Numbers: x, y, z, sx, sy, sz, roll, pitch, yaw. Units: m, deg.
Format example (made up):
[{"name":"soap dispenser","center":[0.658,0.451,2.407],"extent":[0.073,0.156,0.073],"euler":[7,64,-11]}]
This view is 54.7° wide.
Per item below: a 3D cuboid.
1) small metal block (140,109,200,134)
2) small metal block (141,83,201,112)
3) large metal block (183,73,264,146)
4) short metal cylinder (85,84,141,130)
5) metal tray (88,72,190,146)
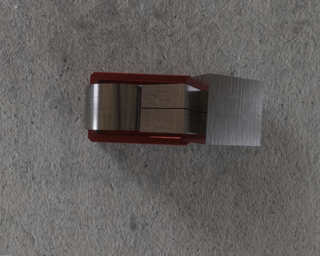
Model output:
[{"name":"small metal block","center":[0.012,-0.007,0.346],"extent":[0.050,0.050,0.025],"euler":[2,89,26]},{"name":"small metal block","center":[0.013,-0.033,0.346],"extent":[0.050,0.050,0.025],"euler":[2,89,26]},{"name":"large metal block","center":[0.078,-0.020,0.385],"extent":[0.081,0.050,0.080],"euler":[3,90,-26]},{"name":"short metal cylinder","center":[-0.048,-0.023,0.370],"extent":[0.081,0.080,0.050],"euler":[1,90,0]},{"name":"metal tray","center":[-0.025,-0.025,0.408],"extent":[0.131,0.030,0.089],"euler":[2,90,0]}]
